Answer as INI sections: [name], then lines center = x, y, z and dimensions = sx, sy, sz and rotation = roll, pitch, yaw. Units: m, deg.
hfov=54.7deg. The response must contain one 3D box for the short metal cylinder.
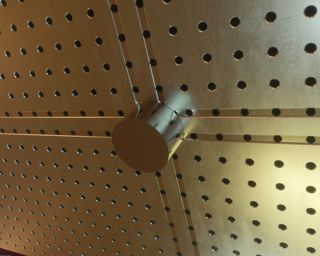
[short metal cylinder]
center = -0.016, 0.012, 0.408
dimensions = 0.080, 0.050, 0.079
rotation = 13, 124, 20
